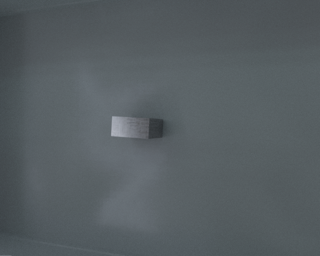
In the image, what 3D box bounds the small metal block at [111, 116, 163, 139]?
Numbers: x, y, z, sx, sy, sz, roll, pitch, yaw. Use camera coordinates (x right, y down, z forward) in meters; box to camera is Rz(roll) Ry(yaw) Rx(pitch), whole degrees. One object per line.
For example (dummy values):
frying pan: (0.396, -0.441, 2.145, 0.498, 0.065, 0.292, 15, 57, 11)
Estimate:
small metal block: (-0.028, -0.001, 0.403, 0.050, 0.050, 0.025, 3, 91, 19)
